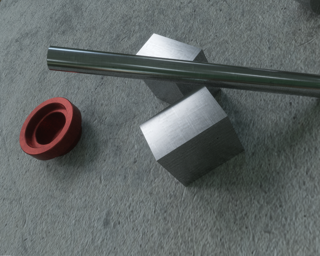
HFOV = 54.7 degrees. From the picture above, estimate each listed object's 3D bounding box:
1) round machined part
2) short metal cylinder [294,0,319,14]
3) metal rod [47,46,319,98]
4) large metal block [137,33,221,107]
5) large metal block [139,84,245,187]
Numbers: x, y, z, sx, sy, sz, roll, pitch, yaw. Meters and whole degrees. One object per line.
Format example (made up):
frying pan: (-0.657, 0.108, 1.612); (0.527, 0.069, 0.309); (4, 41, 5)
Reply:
round machined part: (-0.160, 0.005, 0.471); (0.098, 0.042, 0.098); (-13, 56, 20)
short metal cylinder: (0.200, -0.188, 0.379); (0.080, 0.080, 0.050); (-35, 51, 4)
metal rod: (0.038, -0.058, 0.327); (0.302, 0.025, 0.025); (5, 60, -3)
large metal block: (0.021, -0.066, 0.397); (0.080, 0.080, 0.050); (31, 79, 37)
large metal block: (0.037, 0.011, 0.341); (0.080, 0.080, 0.050); (-33, 52, 6)
